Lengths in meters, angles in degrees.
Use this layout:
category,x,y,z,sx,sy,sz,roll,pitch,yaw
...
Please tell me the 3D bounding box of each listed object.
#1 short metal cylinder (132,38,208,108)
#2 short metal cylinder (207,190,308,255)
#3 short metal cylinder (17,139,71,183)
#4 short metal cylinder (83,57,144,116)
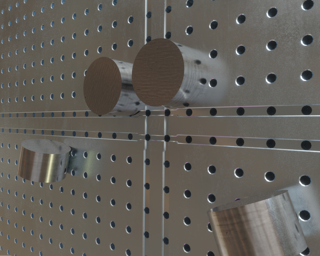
category,x,y,z,sx,sy,sz,roll,pitch,yaw
short metal cylinder,0.012,-0.065,0.382,0.080,0.050,0.079,0,90,39
short metal cylinder,0.091,0.095,0.297,0.080,0.081,0.050,-25,75,37
short metal cylinder,-0.199,0.055,0.535,0.080,0.081,0.050,21,103,37
short metal cylinder,-0.064,-0.058,0.444,0.080,0.050,0.079,0,90,39
